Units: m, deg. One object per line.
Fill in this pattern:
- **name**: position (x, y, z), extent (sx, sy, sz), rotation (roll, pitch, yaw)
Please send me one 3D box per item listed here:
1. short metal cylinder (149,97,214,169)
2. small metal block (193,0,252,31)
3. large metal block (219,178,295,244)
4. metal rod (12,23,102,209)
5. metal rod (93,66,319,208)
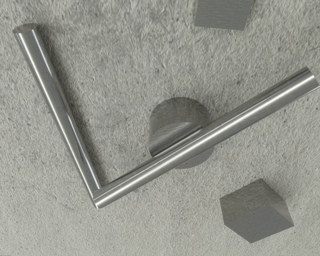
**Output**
- **short metal cylinder**: position (0.026, 0.007, 0.398), extent (0.081, 0.050, 0.079), rotation (0, 130, 0)
- **small metal block**: position (0.061, -0.126, 0.301), extent (0.050, 0.025, 0.050), rotation (4, 130, -4)
- **large metal block**: position (0.158, 0.139, 0.512), extent (0.080, 0.050, 0.080), rotation (-35, 123, 25)
- **metal rod**: position (-0.118, 0.010, 0.413), extent (0.025, 0.025, 0.298), rotation (-6, 130, 5)
- **metal rod**: position (0.034, 0.023, 0.361), extent (0.300, 0.025, 0.025), rotation (-32, 123, 24)
